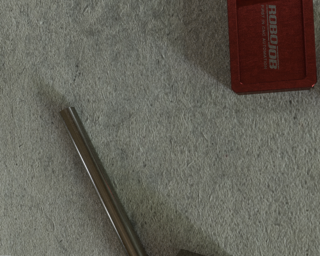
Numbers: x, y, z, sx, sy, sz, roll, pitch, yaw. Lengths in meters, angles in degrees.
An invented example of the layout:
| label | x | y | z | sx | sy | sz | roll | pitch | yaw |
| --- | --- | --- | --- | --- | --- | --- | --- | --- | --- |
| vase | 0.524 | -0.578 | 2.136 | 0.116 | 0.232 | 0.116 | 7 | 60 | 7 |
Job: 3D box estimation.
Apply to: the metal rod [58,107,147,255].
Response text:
| label | x | y | z | sx | sy | sz | roll | pitch | yaw |
| --- | --- | --- | --- | --- | --- | --- | --- | --- | --- |
| metal rod | -0.068 | 0.105 | 0.431 | 0.025 | 0.025 | 0.299 | -31 | 80 | 17 |

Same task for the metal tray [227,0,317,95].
| label | x | y | z | sx | sy | sz | roll | pitch | yaw |
| --- | --- | --- | --- | --- | --- | --- | --- | --- | --- |
| metal tray | 0.128 | -0.107 | 0.361 | 0.090 | 0.030 | 0.129 | -3 | 89 | 19 |

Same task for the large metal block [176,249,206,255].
| label | x | y | z | sx | sy | sz | roll | pitch | yaw |
| --- | --- | --- | --- | --- | --- | --- | --- | --- | --- |
| large metal block | 0.052 | 0.206 | 0.377 | 0.080 | 0.050 | 0.079 | 9 | 93 | 19 |
